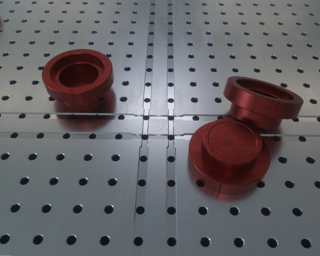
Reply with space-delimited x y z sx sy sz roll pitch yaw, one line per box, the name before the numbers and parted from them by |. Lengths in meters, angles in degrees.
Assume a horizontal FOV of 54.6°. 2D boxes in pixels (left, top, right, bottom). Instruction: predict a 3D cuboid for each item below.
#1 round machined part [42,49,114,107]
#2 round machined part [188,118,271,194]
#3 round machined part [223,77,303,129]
round machined part | -0.117 -0.070 0.455 0.099 0.042 0.098 0 50 0
round machined part | 0.084 0.026 0.375 0.099 0.042 0.098 0 50 0
round machined part | 0.130 -0.032 0.407 0.099 0.042 0.098 12 24 -5
